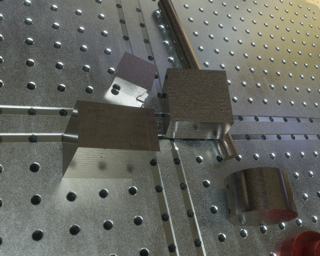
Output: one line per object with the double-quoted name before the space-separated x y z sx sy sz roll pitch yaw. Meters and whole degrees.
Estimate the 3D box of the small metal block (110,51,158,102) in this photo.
"small metal block" -0.035 -0.072 0.433 0.050 0.025 0.050 23 53 -15

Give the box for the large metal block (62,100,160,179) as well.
"large metal block" -0.056 0.017 0.332 0.081 0.080 0.050 5 60 -26

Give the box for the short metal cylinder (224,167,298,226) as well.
"short metal cylinder" 0.123 0.088 0.386 0.081 0.080 0.050 13 57 -22

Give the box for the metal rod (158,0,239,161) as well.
"metal rod" 0.054 -0.090 0.491 0.025 0.025 0.299 -6 65 -31

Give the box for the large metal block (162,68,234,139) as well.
"large metal block" 0.048 -0.032 0.420 0.081 0.050 0.080 1 63 -7

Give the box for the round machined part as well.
"round machined part" 0.209 0.182 0.399 0.099 0.042 0.098 14 56 -21
